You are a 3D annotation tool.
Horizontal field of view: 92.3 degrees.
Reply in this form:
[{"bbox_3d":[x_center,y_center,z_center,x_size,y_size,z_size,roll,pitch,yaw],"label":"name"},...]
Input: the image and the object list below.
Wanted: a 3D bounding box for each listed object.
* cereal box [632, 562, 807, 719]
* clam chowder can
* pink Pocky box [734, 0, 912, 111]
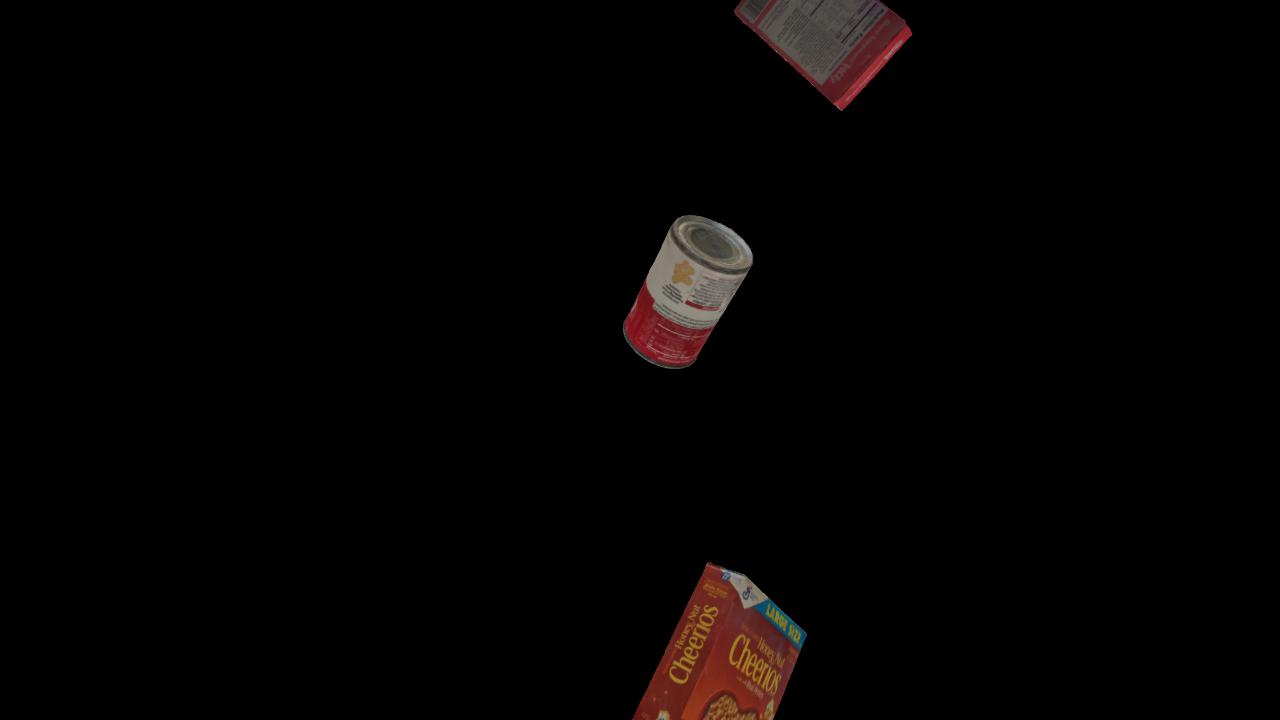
[{"bbox_3d":[0.098,0.455,0.816,0.081,0.306,0.203,5,-36,47],"label":"cereal box"},{"bbox_3d":[0.035,-0.051,0.477,0.068,0.068,0.102,0,-43,-30],"label":"clam chowder can"},{"bbox_3d":[0.166,-0.315,0.574,0.084,0.155,0.029,-47,-24,26],"label":"pink Pocky box"}]
